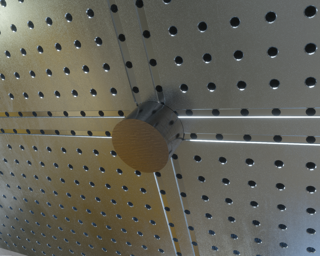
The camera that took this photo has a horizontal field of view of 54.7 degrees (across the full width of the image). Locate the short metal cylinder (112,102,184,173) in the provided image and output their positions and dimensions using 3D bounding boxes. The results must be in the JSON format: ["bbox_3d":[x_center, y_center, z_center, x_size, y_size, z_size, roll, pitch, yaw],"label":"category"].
[{"bbox_3d":[-0.016,0.012,0.408,0.080,0.050,0.079,13,124,20],"label":"short metal cylinder"}]
